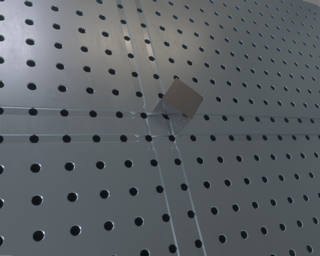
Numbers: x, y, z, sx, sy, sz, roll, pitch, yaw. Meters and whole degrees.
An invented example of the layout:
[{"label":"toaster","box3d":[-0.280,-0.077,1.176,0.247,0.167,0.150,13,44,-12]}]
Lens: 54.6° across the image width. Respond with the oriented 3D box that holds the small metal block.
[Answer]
[{"label":"small metal block","box3d":[0.029,-0.037,0.445,0.050,0.025,0.050,36,51,-5]}]
